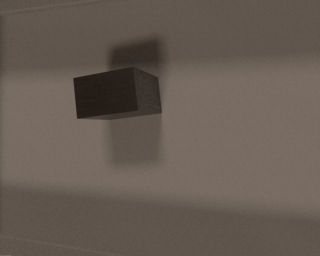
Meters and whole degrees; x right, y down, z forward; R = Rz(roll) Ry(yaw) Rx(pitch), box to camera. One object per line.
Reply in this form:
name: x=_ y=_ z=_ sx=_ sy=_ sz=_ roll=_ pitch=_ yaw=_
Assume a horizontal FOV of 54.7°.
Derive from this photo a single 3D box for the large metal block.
large metal block: x=-0.051 y=-0.040 z=0.398 sx=0.080 sy=0.080 sz=0.050 roll=-7 pitch=88 yaw=19
